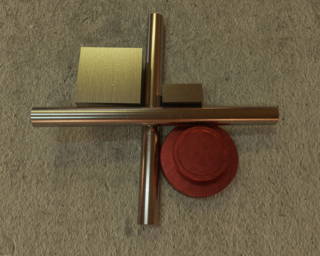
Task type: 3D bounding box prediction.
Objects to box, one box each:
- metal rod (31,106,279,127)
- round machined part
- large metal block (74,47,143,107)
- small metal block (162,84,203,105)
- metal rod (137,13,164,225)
[{"bbox_3d":[-0.002,-0.015,0.388,0.302,0.025,0.025,-1,70,-5],"label":"metal rod"},{"bbox_3d":[0.049,0.036,0.387,0.099,0.042,0.098,0,70,-1],"label":"round machined part"},{"bbox_3d":[-0.064,-0.060,0.416,0.081,0.050,0.080,1,70,0],"label":"large metal block"},{"bbox_3d":[0.028,-0.036,0.410,0.050,0.050,0.025,-1,70,-1],"label":"small metal block"},{"bbox_3d":[-0.011,-0.025,0.418,0.025,0.025,0.299,2,70,0],"label":"metal rod"}]
